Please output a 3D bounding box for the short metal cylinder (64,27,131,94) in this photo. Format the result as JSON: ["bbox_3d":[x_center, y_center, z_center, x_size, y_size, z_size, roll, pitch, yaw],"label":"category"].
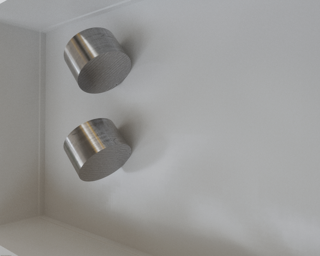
[{"bbox_3d":[-0.089,-0.095,0.442,0.080,0.081,0.050,-47,62,29],"label":"short metal cylinder"}]

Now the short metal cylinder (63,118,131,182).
[{"bbox_3d":[-0.089,0.032,0.442,0.080,0.081,0.050,-52,60,27],"label":"short metal cylinder"}]
